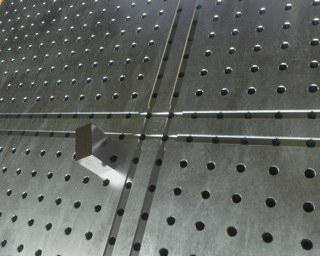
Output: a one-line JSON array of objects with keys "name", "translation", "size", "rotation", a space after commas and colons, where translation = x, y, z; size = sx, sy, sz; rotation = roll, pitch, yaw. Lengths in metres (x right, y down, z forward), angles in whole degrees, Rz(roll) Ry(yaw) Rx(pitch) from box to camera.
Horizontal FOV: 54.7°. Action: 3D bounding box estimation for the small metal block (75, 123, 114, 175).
[{"name": "small metal block", "translation": [-0.088, 0.029, 0.419], "size": [0.025, 0.050, 0.050], "rotation": [-21, 54, 15]}]
